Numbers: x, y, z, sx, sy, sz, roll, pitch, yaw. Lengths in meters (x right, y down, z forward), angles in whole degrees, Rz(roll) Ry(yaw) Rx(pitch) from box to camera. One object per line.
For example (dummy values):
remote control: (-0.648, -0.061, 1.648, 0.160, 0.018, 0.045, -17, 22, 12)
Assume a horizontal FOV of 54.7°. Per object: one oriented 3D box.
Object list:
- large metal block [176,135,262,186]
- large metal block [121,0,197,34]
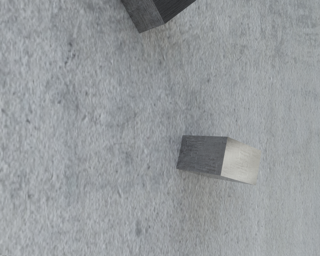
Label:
large metal block: (0.084, 0.045, 0.442, 0.080, 0.080, 0.050, 20, 77, -39)
large metal block: (-0.005, -0.178, 0.385, 0.080, 0.050, 0.080, -46, 118, -30)
